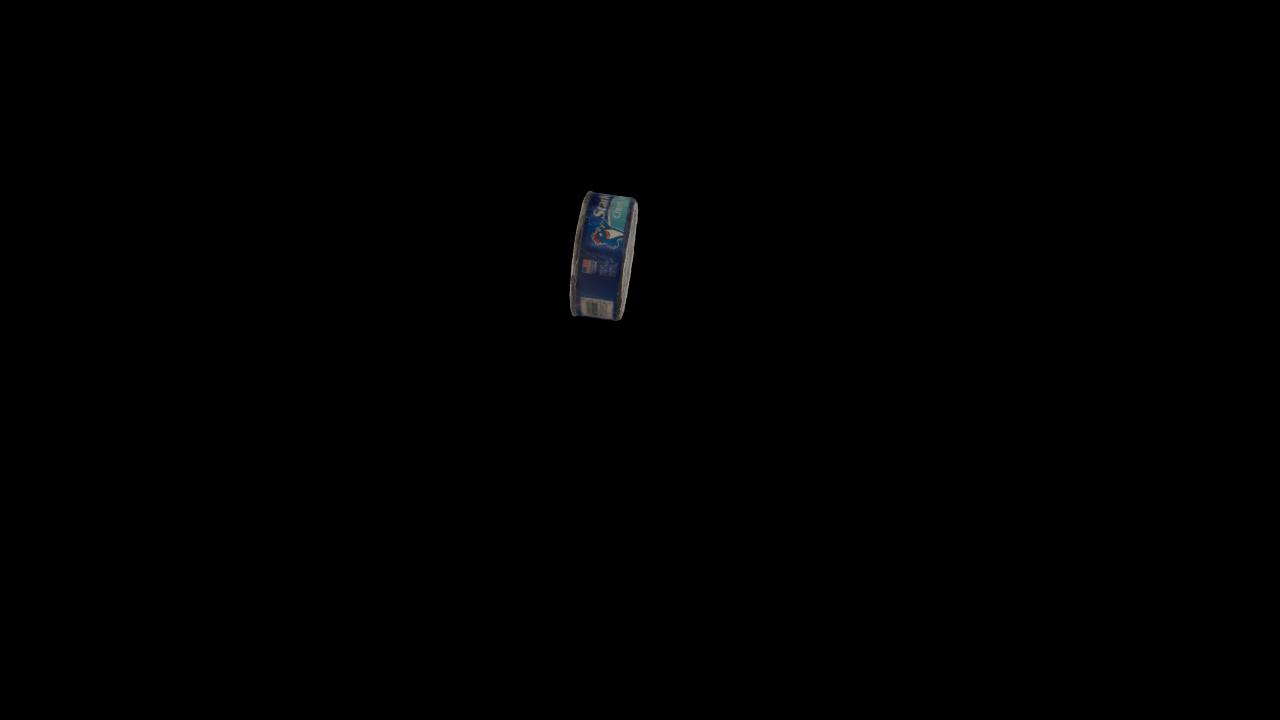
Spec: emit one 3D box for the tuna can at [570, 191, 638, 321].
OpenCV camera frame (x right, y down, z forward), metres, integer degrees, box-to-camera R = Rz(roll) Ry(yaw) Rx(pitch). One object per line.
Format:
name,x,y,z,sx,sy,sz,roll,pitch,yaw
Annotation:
tuna can,-0.023,-0.069,0.413,0.034,0.084,0.084,8,0,1
